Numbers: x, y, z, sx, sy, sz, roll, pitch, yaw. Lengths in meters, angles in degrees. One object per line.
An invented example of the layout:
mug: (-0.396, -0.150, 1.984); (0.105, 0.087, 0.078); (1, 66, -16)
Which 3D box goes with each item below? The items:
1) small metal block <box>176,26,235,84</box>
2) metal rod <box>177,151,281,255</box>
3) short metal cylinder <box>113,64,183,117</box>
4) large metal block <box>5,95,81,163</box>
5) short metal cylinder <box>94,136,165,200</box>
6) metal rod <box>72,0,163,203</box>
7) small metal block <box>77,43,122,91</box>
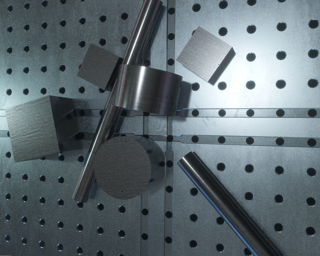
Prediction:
small metal block: (0.057, -0.091, 0.392); (0.050, 0.025, 0.050); (38, 102, 16)
metal rod: (0.126, 0.150, 0.367); (0.025, 0.025, 0.300); (-44, 77, 15)
short metal cylinder: (-0.015, -0.046, 0.389); (0.080, 0.080, 0.050); (12, 94, 19)
large metal block: (-0.173, 0.002, 0.460); (0.080, 0.050, 0.080); (-13, 86, 19)
short metal cylinder: (-0.040, 0.050, 0.413); (0.080, 0.050, 0.080); (0, 90, 20)
metal rod: (-0.062, -0.034, 0.434); (0.025, 0.025, 0.298); (24, 98, 18)
small metal block: (-0.083, -0.086, 0.442); (0.050, 0.025, 0.050); (29, 99, 17)
